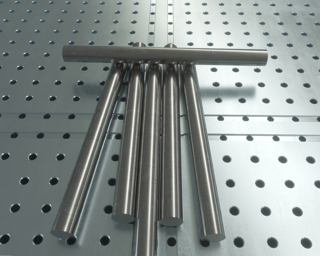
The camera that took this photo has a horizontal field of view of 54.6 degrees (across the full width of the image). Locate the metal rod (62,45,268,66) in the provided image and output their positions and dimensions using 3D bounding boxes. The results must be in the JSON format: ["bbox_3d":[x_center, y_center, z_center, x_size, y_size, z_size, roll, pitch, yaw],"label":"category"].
[{"bbox_3d":[0.007,-0.109,0.467,0.302,0.025,0.025,1,50,1],"label":"metal rod"}]

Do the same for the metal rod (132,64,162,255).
[{"bbox_3d":[-0.012,0.024,0.388,0.025,0.025,0.300,1,50,1],"label":"metal rod"}]

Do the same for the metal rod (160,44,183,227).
[{"bbox_3d":[0.015,-0.016,0.423,0.025,0.025,0.300,1,50,1],"label":"metal rod"}]

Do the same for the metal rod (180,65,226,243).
[{"bbox_3d":[0.048,-0.003,0.411,0.025,0.025,0.300,-2,50,-1],"label":"metal rod"}]

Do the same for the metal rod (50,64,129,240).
[{"bbox_3d":[-0.079,-0.005,0.410,0.025,0.025,0.300,6,50,5],"label":"metal rod"}]

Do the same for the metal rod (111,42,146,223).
[{"bbox_3d":[-0.037,-0.019,0.424,0.025,0.025,0.300,1,50,1],"label":"metal rod"}]
